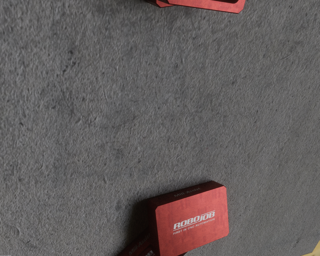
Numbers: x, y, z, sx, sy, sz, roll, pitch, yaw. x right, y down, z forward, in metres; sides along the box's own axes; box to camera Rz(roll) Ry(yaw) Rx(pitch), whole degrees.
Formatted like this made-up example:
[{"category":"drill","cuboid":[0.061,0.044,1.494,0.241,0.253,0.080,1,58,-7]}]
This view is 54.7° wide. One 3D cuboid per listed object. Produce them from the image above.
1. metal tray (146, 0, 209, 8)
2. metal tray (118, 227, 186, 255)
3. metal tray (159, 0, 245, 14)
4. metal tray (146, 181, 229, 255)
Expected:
[{"category":"metal tray","cuboid":[0.046,-0.181,0.317,0.131,0.030,0.089,-17,125,-19]},{"category":"metal tray","cuboid":[-0.007,0.212,0.530,0.130,0.030,0.090,-44,129,3]},{"category":"metal tray","cuboid":[0.049,-0.177,0.280,0.091,0.030,0.129,-4,120,-27]},{"category":"metal tray","cuboid":[0.048,0.145,0.495,0.131,0.030,0.089,-11,101,-26]}]
